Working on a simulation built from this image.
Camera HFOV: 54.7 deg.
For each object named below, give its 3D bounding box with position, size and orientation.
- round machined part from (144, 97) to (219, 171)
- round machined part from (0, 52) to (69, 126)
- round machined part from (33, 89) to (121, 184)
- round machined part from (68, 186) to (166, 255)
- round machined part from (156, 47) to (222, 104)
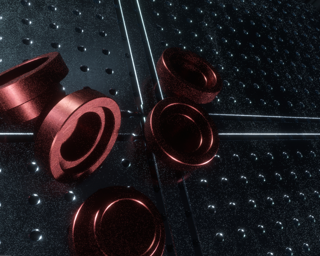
[{"bbox_3d":[0.025,0.011,0.405,0.099,0.042,0.098,13,57,-21],"label":"round machined part"},{"bbox_3d":[-0.140,-0.038,0.323,0.098,0.098,0.042,-49,127,-39],"label":"round machined part"},{"bbox_3d":[-0.088,0.004,0.319,0.042,0.097,0.099,28,47,23],"label":"round machined part"},{"bbox_3d":[-0.038,0.105,0.314,0.099,0.042,0.098,14,56,-21],"label":"round machined part"},{"bbox_3d":[0.039,-0.071,0.455,0.099,0.042,0.098,19,42,-18],"label":"round machined part"}]
